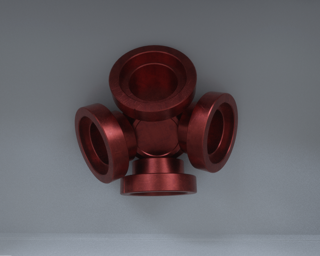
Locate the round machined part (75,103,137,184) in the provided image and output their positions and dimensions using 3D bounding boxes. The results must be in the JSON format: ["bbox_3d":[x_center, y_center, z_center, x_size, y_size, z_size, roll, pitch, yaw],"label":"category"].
[{"bbox_3d":[-0.065,0.016,0.386,0.042,0.098,0.097,-21,114,-33],"label":"round machined part"}]

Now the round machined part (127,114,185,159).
[{"bbox_3d":[-0.004,0.002,0.401,0.099,0.042,0.097,0,110,-1],"label":"round machined part"}]

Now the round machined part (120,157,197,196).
[{"bbox_3d":[-0.002,0.065,0.404,0.099,0.098,0.042,-1,74,0],"label":"round machined part"}]

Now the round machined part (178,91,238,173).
[{"bbox_3d":[0.057,0.003,0.383,0.042,0.099,0.097,12,115,34],"label":"round machined part"}]

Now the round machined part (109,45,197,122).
[{"bbox_3d":[-0.007,-0.047,0.363,0.099,0.098,0.042,-3,148,1],"label":"round machined part"}]
